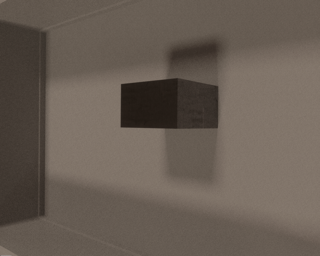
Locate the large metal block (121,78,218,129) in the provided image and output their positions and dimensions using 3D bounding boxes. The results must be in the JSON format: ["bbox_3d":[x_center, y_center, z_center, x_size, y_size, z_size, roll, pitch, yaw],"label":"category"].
[{"bbox_3d":[0.012,-0.025,0.360,0.080,0.081,0.050,1,91,39],"label":"large metal block"}]
